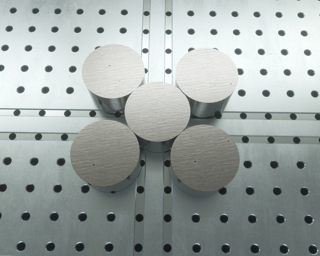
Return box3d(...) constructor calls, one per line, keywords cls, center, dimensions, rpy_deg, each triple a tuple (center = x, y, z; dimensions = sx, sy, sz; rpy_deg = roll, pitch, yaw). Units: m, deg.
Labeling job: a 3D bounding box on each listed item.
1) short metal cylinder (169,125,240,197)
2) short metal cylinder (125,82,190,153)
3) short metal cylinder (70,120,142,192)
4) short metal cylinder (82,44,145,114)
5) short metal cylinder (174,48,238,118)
box3d(cls="short metal cylinder", center=(0.052, 0.042, 0.383), dimensions=(0.081, 0.050, 0.080), rpy_deg=(0, 70, 0))
box3d(cls="short metal cylinder", center=(-0.003, -0.013, 0.403), dimensions=(0.081, 0.050, 0.080), rpy_deg=(0, 70, 0))
box3d(cls="short metal cylinder", center=(-0.064, 0.036, 0.383), dimensions=(0.081, 0.050, 0.080), rpy_deg=(0, 70, 0))
box3d(cls="short metal cylinder", center=(-0.060, -0.066, 0.421), dimensions=(0.081, 0.050, 0.080), rpy_deg=(0, 70, 0))
box3d(cls="short metal cylinder", center=(0.060, -0.060, 0.419), dimensions=(0.081, 0.050, 0.080), rpy_deg=(0, 70, 0))
